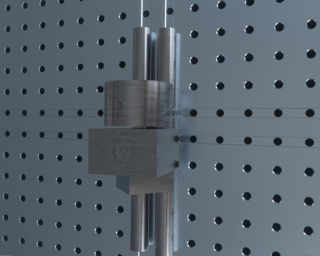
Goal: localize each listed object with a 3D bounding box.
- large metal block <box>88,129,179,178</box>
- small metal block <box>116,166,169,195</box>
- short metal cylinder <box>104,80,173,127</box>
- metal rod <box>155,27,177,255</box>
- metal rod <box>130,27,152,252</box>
[{"bbox_3d":[-0.027,0.026,0.366,0.080,0.080,0.050,1,90,19],"label":"large metal block"},{"bbox_3d":[-0.022,0.063,0.382,0.050,0.050,0.025,1,91,-25],"label":"small metal block"},{"bbox_3d":[-0.025,-0.027,0.369,0.080,0.080,0.050,1,91,19],"label":"short metal cylinder"},{"bbox_3d":[0.007,0.020,0.410,0.025,0.025,0.298,1,90,19],"label":"metal rod"},{"bbox_3d":[-0.026,0.015,0.422,0.025,0.025,0.298,1,90,19],"label":"metal rod"}]
